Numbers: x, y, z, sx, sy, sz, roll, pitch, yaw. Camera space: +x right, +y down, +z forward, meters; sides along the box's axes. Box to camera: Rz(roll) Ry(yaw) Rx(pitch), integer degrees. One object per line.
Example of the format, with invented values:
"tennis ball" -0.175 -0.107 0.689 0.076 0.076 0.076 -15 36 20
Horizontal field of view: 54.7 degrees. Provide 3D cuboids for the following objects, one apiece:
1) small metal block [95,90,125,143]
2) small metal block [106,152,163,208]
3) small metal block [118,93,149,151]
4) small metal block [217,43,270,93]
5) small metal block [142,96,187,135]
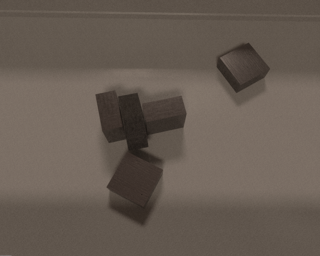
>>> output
"small metal block" -0.062 -0.013 0.401 0.025 0.050 0.050 -13 71 -4
"small metal block" -0.030 0.065 0.386 0.050 0.025 0.050 26 72 9
"small metal block" -0.034 -0.008 0.389 0.025 0.050 0.050 -11 39 -6
"small metal block" 0.118 -0.086 0.443 0.050 0.025 0.050 -29 73 -11
"small metal block" 0.005 -0.015 0.402 0.050 0.050 0.025 -12 71 -5
